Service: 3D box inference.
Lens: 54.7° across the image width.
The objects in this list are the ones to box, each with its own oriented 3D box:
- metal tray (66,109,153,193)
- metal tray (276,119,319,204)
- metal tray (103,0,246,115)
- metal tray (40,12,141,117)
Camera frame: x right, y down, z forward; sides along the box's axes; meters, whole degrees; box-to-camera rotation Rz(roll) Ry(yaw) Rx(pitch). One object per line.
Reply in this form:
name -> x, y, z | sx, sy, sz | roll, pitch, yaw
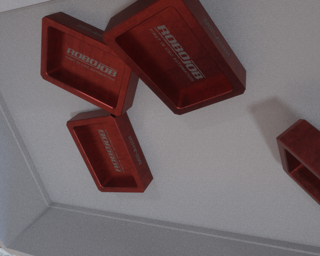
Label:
metal tray -> -0.074, 0.036, 0.464 | 0.090, 0.030, 0.129 | -7, 116, 30
metal tray -> 0.167, 0.059, 0.281 | 0.130, 0.030, 0.090 | 52, -179, 37
metal tray -> 0.019, -0.073, 0.316 | 0.090, 0.030, 0.130 | -18, 133, 35
metal tray -> -0.091, -0.082, 0.400 | 0.130, 0.030, 0.089 | 27, 128, 11
